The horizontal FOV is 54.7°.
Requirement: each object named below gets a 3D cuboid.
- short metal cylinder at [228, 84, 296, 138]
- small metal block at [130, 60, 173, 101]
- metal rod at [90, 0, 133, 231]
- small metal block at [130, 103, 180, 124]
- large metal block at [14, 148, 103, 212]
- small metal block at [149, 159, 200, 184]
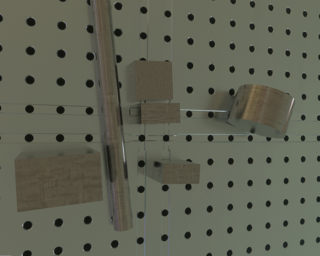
[{"bbox_3d":[0.143,-0.022,0.438,0.080,0.080,0.050,22,83,-19],"label":"short metal cylinder"},{"bbox_3d":[-0.011,-0.061,0.409,0.050,0.025,0.050,-2,91,-20],"label":"small metal block"},{"bbox_3d":[-0.061,-0.021,0.390,0.025,0.025,0.298,-6,92,-20],"label":"metal rod"},{"bbox_3d":[-0.007,-0.018,0.398,0.050,0.050,0.025,-2,91,-20],"label":"small metal block"},{"bbox_3d":[-0.112,0.052,0.343,0.081,0.080,0.050,-3,92,-20],"label":"large metal block"},{"bbox_3d":[0.018,0.057,0.407,0.050,0.050,0.025,4,89,-20],"label":"small metal block"}]
